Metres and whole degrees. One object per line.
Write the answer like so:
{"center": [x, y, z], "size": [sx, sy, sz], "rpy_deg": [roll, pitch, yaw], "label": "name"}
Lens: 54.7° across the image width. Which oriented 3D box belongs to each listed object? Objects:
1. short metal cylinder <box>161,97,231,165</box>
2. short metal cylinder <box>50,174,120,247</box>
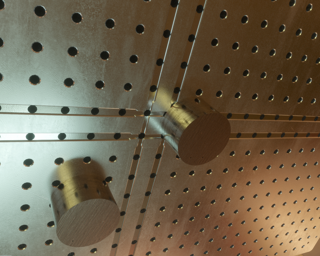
{"center": [0.049, 0.004, 0.424], "size": [0.081, 0.050, 0.079], "rpy_deg": [-14, 124, -21], "label": "short metal cylinder"}
{"center": [-0.099, 0.108, 0.408], "size": [0.081, 0.050, 0.079], "rpy_deg": [-14, 124, -21], "label": "short metal cylinder"}
